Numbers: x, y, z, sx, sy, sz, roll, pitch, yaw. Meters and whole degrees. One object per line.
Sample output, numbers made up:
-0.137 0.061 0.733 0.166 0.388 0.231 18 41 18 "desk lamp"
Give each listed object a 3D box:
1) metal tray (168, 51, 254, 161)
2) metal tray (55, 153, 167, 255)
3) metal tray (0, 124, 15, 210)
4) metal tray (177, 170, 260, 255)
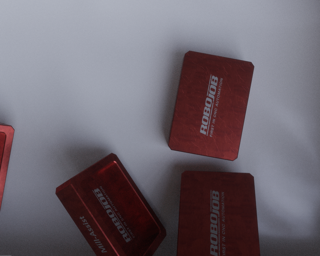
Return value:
0.066 -0.028 0.410 0.091 0.030 0.129 10 90 -1 "metal tray"
-0.054 0.104 0.376 0.030 0.090 0.130 -33 90 30 "metal tray"
-0.239 0.054 0.377 0.030 0.091 0.129 10 90 43 "metal tray"
0.068 0.117 0.371 0.090 0.030 0.130 2 56 7 "metal tray"
